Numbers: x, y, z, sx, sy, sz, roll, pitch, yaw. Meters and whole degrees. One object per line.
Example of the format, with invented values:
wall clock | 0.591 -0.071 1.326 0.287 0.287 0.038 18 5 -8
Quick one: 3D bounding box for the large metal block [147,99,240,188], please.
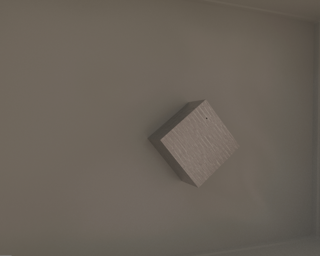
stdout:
large metal block | 0.045 0.019 0.415 0.080 0.050 0.080 -42 104 -15
